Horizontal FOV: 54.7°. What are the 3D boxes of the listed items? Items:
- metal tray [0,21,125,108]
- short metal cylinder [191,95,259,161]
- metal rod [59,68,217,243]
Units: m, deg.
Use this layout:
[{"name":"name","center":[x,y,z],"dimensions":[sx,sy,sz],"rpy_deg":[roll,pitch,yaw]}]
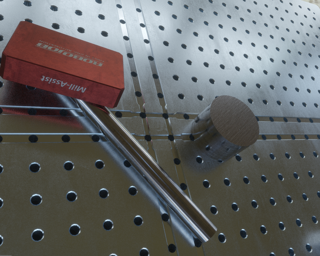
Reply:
[{"name":"metal tray","center":[-0.111,-0.077,0.374],"dimensions":[0.131,0.030,0.090],"rpy_deg":[15,37,-20]},{"name":"short metal cylinder","center":[0.092,0.000,0.441],"dimensions":[0.081,0.050,0.080],"rpy_deg":[14,56,-21]},{"name":"metal rod","center":[-0.044,0.016,0.374],"dimensions":[0.300,0.025,0.025],"rpy_deg":[47,51,5]}]
